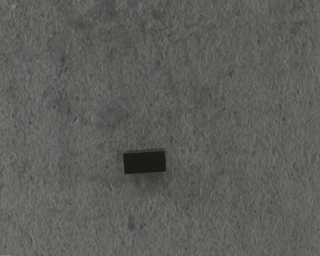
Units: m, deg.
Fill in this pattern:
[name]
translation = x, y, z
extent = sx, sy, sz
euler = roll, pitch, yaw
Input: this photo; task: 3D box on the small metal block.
[small metal block]
translation = -0.019, 0.042, 0.397
extent = 0.050, 0.050, 0.025
euler = -4, 90, -1
